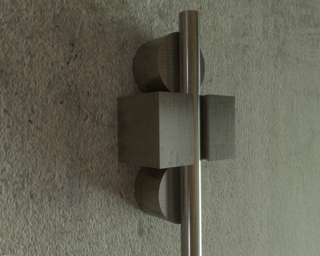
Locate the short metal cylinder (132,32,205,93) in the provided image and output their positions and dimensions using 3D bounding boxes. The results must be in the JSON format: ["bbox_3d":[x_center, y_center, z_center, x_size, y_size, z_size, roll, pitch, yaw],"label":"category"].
[{"bbox_3d":[0.012,-0.078,0.399,0.081,0.050,0.080,0,89,-40],"label":"short metal cylinder"}]

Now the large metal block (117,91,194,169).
[{"bbox_3d":[-0.007,0.002,0.364,0.050,0.080,0.080,-1,91,-40],"label":"large metal block"}]

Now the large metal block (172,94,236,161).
[{"bbox_3d":[0.052,-0.001,0.413,0.050,0.080,0.080,-1,91,-40],"label":"large metal block"}]

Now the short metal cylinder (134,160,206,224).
[{"bbox_3d":[0.013,0.078,0.402,0.081,0.050,0.080,0,89,-40],"label":"short metal cylinder"}]

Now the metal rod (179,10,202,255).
[{"bbox_3d":[0.036,0.013,0.371,0.025,0.025,0.298,-1,90,-40],"label":"metal rod"}]
